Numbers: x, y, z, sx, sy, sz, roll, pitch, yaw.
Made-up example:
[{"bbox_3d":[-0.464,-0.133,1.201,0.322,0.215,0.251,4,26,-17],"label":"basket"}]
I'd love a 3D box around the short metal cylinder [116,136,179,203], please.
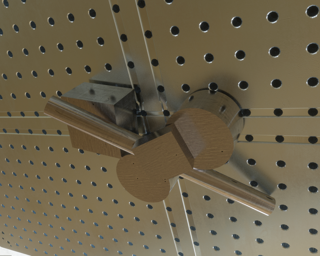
[{"bbox_3d":[-0.013,0.056,0.432,0.080,0.050,0.079,13,124,21],"label":"short metal cylinder"}]

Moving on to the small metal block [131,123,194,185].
[{"bbox_3d":[0.004,0.030,0.349,0.050,0.025,0.050,-25,105,18],"label":"small metal block"}]

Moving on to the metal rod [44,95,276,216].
[{"bbox_3d":[0.005,0.037,0.381,0.301,0.025,0.025,25,129,-6],"label":"metal rod"}]

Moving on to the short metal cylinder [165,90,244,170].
[{"bbox_3d":[0.052,0.002,0.364,0.080,0.050,0.079,13,124,21],"label":"short metal cylinder"}]

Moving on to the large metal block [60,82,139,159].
[{"bbox_3d":[-0.079,-0.012,0.422,0.080,0.050,0.079,10,123,22],"label":"large metal block"}]
